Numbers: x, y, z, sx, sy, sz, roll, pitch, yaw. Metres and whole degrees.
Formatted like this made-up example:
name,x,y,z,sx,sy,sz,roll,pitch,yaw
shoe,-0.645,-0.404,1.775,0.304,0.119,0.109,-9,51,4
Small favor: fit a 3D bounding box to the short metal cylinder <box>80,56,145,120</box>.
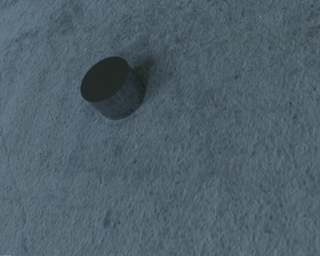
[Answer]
name,x,y,z,sx,sy,sz,roll,pitch,yaw
short metal cylinder,-0.069,-0.058,0.458,0.080,0.050,0.080,-13,56,20
